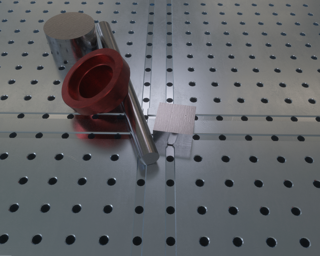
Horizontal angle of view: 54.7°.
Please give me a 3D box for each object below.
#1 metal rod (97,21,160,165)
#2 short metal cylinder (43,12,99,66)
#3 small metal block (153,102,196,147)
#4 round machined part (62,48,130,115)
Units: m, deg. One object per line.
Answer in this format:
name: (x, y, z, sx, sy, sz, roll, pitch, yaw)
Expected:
metal rod: (-0.057, -0.072, 0.467, 0.025, 0.025, 0.300, -13, 51, -11)
short metal cylinder: (-0.146, -0.149, 0.516, 0.081, 0.050, 0.080, 0, 50, 0)
small metal block: (0.020, -0.005, 0.412, 0.050, 0.025, 0.050, 7, 50, 6)
round machined part: (-0.083, -0.059, 0.429, 0.098, 0.042, 0.098, -14, 56, 22)
